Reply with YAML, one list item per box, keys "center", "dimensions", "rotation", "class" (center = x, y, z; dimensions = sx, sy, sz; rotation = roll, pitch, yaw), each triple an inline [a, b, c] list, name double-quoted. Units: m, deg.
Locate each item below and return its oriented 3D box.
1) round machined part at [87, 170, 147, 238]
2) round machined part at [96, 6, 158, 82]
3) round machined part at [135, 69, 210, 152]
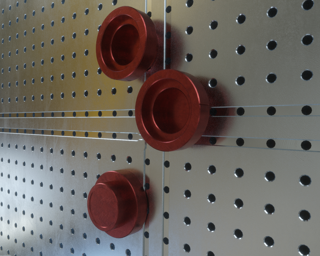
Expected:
- center: [-0.069, 0.112, 0.453]
  dimensions: [0.098, 0.042, 0.097]
  rotation: [0, 90, 39]
  class: "round machined part"
- center: [-0.041, -0.113, 0.430]
  dimensions: [0.098, 0.042, 0.097]
  rotation: [0, 90, 39]
  class: "round machined part"
- center: [0.019, -0.021, 0.381]
  dimensions: [0.098, 0.042, 0.097]
  rotation: [0, 90, 39]
  class: "round machined part"
